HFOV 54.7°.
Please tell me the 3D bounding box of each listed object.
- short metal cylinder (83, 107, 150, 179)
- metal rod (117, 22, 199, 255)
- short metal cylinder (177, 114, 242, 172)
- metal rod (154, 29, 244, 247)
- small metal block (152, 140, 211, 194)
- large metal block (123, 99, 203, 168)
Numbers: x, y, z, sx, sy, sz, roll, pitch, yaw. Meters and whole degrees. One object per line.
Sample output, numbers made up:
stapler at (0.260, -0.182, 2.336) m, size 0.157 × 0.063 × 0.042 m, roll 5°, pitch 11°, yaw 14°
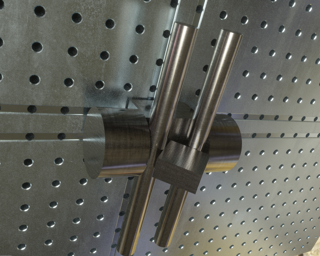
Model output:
short metal cylinder at (-0.052, 0.017, 0.353) m, size 0.050 × 0.080 × 0.079 m, roll 1°, pitch 118°, yaw -29°
metal rod at (-0.010, 0.032, 0.357) m, size 0.025 × 0.025 × 0.298 m, roll 1°, pitch 118°, yaw -29°
short metal cylinder at (0.063, 0.020, 0.418) m, size 0.050 × 0.080 × 0.079 m, roll 1°, pitch 118°, yaw -28°
metal rod at (0.039, 0.031, 0.383) m, size 0.025 × 0.025 × 0.298 m, roll 1°, pitch 118°, yaw -29°
small metal block at (0.025, 0.042, 0.349) m, size 0.050 × 0.050 × 0.025 m, roll 20°, pitch 115°, yaw 11°
large metal block at (-0.001, 0.012, 0.397) m, size 0.081 × 0.050 × 0.079 m, roll 1°, pitch 118°, yaw -29°
